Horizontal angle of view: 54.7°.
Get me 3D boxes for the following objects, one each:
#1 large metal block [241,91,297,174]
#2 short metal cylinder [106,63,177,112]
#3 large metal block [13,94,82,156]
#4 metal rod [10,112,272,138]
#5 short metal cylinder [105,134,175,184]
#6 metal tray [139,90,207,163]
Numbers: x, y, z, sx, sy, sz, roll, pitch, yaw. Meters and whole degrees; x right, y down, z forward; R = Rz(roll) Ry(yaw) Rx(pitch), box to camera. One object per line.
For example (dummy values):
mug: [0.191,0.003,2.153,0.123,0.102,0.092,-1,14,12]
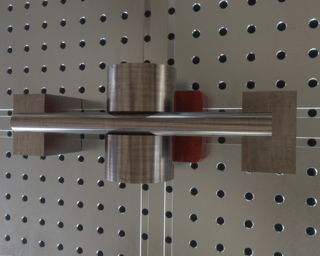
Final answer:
large metal block: [0.120,0.004,0.340,0.050,0.080,0.080,1,90,20]
short metal cylinder: [-0.021,-0.043,0.359,0.080,0.080,0.050,1,91,20]
large metal block: [-0.156,-0.004,0.437,0.050,0.080,0.080,1,90,20]
metal rod: [-0.037,-0.005,0.340,0.301,0.025,0.025,1,90,19]
short metal cylinder: [-0.023,0.032,0.360,0.080,0.080,0.050,1,91,20]
metal tray: [-0.005,-0.003,0.412,0.130,0.030,0.089,2,91,19]
